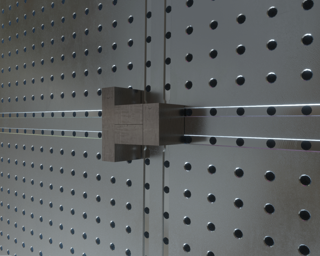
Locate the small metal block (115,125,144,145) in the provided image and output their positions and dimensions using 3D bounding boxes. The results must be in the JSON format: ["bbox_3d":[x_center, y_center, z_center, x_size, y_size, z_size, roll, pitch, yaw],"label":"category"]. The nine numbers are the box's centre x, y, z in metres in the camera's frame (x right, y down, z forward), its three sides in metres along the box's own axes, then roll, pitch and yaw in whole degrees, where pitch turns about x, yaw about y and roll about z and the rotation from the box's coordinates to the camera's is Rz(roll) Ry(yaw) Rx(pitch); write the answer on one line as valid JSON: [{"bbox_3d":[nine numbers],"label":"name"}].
[{"bbox_3d":[-0.024,0.008,0.410,0.050,0.050,0.025,0,90,39],"label":"small metal block"}]

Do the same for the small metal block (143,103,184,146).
[{"bbox_3d":[0.005,-0.004,0.386,0.025,0.050,0.050,0,90,40],"label":"small metal block"}]

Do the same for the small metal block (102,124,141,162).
[{"bbox_3d":[-0.053,0.020,0.434,0.025,0.050,0.050,0,90,40],"label":"small metal block"}]

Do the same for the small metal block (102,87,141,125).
[{"bbox_3d":[-0.053,-0.030,0.434,0.025,0.050,0.050,0,90,40],"label":"small metal block"}]

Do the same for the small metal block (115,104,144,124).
[{"bbox_3d":[-0.024,-0.017,0.410,0.050,0.050,0.025,0,90,39],"label":"small metal block"}]
